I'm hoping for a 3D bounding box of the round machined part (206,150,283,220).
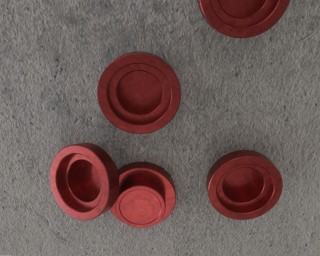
[{"bbox_3d":[0.113,0.074,0.429,0.099,0.042,0.097,0,110,0],"label":"round machined part"}]

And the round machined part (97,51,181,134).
[{"bbox_3d":[-0.025,-0.045,0.384,0.099,0.042,0.097,0,110,0],"label":"round machined part"}]

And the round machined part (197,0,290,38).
[{"bbox_3d":[0.090,-0.152,0.345,0.099,0.042,0.097,0,110,0],"label":"round machined part"}]

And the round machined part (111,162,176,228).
[{"bbox_3d":[-0.026,0.101,0.437,0.099,0.042,0.097,0,110,0],"label":"round machined part"}]

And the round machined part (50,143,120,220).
[{"bbox_3d":[-0.094,0.067,0.410,0.098,0.042,0.097,3,96,27],"label":"round machined part"}]
